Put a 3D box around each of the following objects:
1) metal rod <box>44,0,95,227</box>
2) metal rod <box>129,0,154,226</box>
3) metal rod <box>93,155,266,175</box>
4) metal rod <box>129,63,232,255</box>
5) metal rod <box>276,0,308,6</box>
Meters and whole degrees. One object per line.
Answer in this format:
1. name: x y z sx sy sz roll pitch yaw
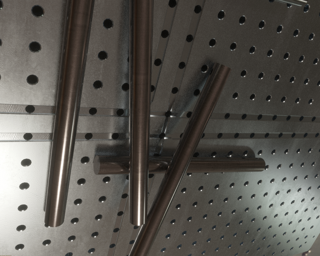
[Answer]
1. metal rod: -0.105 -0.008 0.349 0.025 0.025 0.298 0 118 -29
2. metal rod: -0.024 -0.010 0.371 0.025 0.025 0.298 -9 116 -24
3. metal rod: 0.048 0.056 0.474 0.302 0.025 0.025 4 117 -31
4. metal rod: 0.025 0.054 0.428 0.025 0.025 0.298 18 99 -36
5. metal rod: 0.054 -0.172 0.335 0.303 0.025 0.025 -1 119 -29
